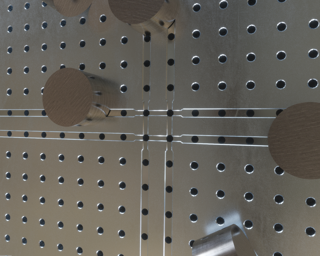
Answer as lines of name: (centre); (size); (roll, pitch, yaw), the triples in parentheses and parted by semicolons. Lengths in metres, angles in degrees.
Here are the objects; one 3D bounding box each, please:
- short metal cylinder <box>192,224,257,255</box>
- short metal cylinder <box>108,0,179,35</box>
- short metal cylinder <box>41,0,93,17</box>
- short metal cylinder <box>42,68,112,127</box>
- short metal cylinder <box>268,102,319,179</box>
short metal cylinder: (0.080, 0.159, 0.355); (0.050, 0.080, 0.080); (-31, 80, 17)
short metal cylinder: (-0.020, -0.169, 0.406); (0.080, 0.050, 0.079); (0, 90, 20)
short metal cylinder: (-0.132, -0.204, 0.430); (0.050, 0.080, 0.080); (38, 102, 16)
short metal cylinder: (-0.117, -0.042, 0.441); (0.080, 0.050, 0.079); (0, 90, 20)
short metal cylinder: (0.162, 0.013, 0.342); (0.080, 0.050, 0.079); (0, 90, 20)
